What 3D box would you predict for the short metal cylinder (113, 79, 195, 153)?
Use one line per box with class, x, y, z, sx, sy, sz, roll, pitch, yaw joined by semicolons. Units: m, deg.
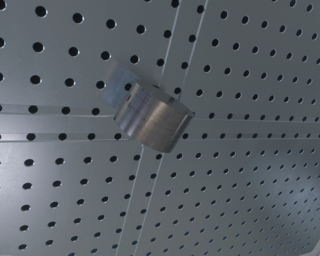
short metal cylinder;-0.007;-0.015;0.362;0.080;0.080;0.050;22;106;-36
